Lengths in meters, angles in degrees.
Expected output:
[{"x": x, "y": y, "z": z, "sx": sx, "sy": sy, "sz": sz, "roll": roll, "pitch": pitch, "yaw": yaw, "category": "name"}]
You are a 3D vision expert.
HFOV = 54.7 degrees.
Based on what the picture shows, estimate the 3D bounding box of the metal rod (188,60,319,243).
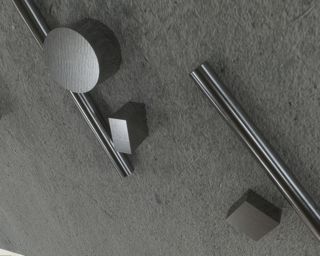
[{"x": 0.136, "y": 0.047, "z": 0.364, "sx": 0.025, "sy": 0.025, "sz": 0.300, "roll": -33, "pitch": 100, "yaw": 38, "category": "metal rod"}]

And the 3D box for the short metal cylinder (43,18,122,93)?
[{"x": -0.096, "y": -0.090, "z": 0.385, "sx": 0.080, "sy": 0.050, "sz": 0.079, "roll": 13, "pitch": 124, "yaw": 21, "category": "short metal cylinder"}]

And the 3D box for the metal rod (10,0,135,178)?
[{"x": -0.119, "y": -0.057, "z": 0.433, "sx": 0.025, "sy": 0.025, "sz": 0.299, "roll": -17, "pitch": 110, "yaw": 35, "category": "metal rod"}]

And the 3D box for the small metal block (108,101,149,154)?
[{"x": -0.040, "y": -0.001, "z": 0.411, "sx": 0.025, "sy": 0.050, "sz": 0.050, "roll": 8, "pitch": 122, "yaw": 24, "category": "small metal block"}]

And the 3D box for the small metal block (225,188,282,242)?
[{"x": 0.124, "y": 0.117, "z": 0.414, "sx": 0.050, "sy": 0.025, "sz": 0.050, "roll": 34, "pitch": 129, "yaw": 5, "category": "small metal block"}]
